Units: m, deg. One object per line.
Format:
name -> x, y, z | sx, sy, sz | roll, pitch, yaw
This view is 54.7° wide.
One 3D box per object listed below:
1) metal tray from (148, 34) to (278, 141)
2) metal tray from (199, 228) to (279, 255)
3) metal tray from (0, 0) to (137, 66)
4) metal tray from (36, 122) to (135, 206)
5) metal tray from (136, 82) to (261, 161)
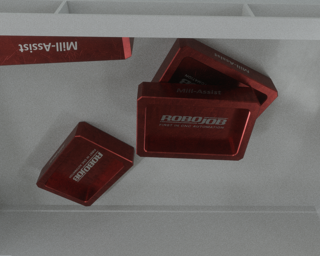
metal tray -> 0.059, -0.042, 0.370 | 0.131, 0.030, 0.089 | 22, 127, -18
metal tray -> 0.156, 0.248, 0.620 | 0.131, 0.030, 0.089 | 18, 128, -15
metal tray -> -0.090, -0.094, 0.284 | 0.131, 0.090, 0.030 | -2, 130, 2
metal tray -> -0.109, 0.058, 0.453 | 0.090, 0.030, 0.129 | 30, 124, -24
metal tray -> 0.039, -0.005, 0.361 | 0.131, 0.030, 0.089 | 2, 130, -3
